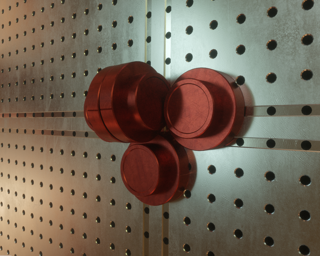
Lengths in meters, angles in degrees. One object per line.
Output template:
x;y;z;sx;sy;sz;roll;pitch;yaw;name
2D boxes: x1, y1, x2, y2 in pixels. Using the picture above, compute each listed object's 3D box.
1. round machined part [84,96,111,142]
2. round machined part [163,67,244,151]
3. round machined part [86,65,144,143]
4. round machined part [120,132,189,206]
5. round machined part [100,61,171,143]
-0.075;-0.027;0.457;0.098;0.042;0.097;0;90;39;round machined part
0.043;-0.022;0.360;0.098;0.042;0.097;0;90;39;round machined part
-0.054;-0.030;0.396;0.042;0.099;0.097;2;91;40;round machined part
-0.014;0.054;0.407;0.098;0.042;0.097;0;90;39;round machined part
-0.020;-0.031;0.369;0.042;0.099;0.097;-1;90;40;round machined part
